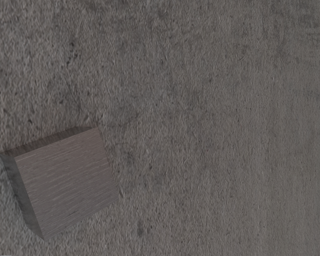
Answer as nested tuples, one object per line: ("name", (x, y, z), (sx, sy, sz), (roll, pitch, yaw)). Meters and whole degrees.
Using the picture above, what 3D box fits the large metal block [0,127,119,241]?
("large metal block", (-0.097, 0.049, 0.307), (0.081, 0.050, 0.080), (-24, 105, -38))
